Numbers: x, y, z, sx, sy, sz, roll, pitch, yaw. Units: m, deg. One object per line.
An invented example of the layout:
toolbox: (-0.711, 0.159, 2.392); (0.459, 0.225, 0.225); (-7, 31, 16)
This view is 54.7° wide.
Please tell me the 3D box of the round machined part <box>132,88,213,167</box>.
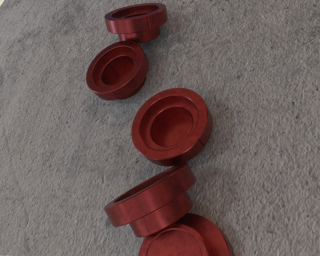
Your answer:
round machined part: (0.018, 0.002, 0.382); (0.098, 0.042, 0.098); (-13, 56, 21)

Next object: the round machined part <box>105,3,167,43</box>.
round machined part: (-0.036, -0.166, 0.497); (0.099, 0.042, 0.098); (-7, 33, 5)

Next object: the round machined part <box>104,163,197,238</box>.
round machined part: (-0.005, 0.078, 0.324); (0.098, 0.098, 0.042); (-29, 87, 10)

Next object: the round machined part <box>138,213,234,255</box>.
round machined part: (0.020, 0.131, 0.302); (0.098, 0.042, 0.098); (-13, 56, 21)

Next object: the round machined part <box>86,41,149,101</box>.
round machined part: (-0.060, -0.083, 0.476); (0.098, 0.042, 0.098); (-13, 56, 21)
